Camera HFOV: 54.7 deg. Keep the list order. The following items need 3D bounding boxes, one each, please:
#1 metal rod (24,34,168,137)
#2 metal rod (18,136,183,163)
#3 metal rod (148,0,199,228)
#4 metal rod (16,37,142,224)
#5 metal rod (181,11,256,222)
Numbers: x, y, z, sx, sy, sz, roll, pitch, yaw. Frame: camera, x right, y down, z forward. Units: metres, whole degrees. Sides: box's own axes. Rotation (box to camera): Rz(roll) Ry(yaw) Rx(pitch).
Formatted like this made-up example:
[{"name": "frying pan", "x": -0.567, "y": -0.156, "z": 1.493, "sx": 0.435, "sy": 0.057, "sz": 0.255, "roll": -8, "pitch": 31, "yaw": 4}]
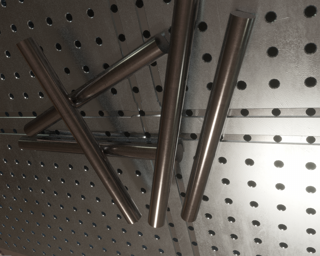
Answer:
[{"name": "metal rod", "x": -0.108, "y": -0.046, "z": 0.437, "sx": 0.299, "sy": 0.025, "sz": 0.025, "roll": -24, "pitch": 106, "yaw": 36}, {"name": "metal rod", "x": -0.108, "y": 0.030, "z": 0.484, "sx": 0.301, "sy": 0.025, "sz": 0.025, "roll": 2, "pitch": 119, "yaw": 27}, {"name": "metal rod", "x": 0.011, "y": 0.001, "z": 0.379, "sx": 0.025, "sy": 0.025, "sz": 0.298, "roll": 16, "pitch": 117, "yaw": 18}, {"name": "metal rod", "x": -0.107, "y": 0.015, "z": 0.440, "sx": 0.025, "sy": 0.025, "sz": 0.299, "roll": -16, "pitch": 110, "yaw": 34}, {"name": "metal rod", "x": 0.062, "y": 0.011, "z": 0.384, "sx": 0.025, "sy": 0.025, "sz": 0.298, "roll": 20, "pitch": 126, "yaw": 16}]
